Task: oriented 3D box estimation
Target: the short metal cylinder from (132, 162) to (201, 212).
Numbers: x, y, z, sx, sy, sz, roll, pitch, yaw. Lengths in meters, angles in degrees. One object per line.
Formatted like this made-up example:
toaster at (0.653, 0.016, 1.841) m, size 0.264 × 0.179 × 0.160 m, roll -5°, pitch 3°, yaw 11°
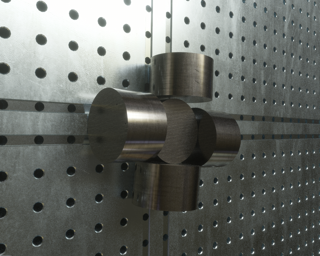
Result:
short metal cylinder at (0.008, 0.068, 0.378) m, size 0.081 × 0.080 × 0.050 m, roll 8°, pitch 85°, yaw -40°

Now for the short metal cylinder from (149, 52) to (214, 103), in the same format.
short metal cylinder at (0.027, -0.061, 0.395) m, size 0.081 × 0.080 × 0.050 m, roll 4°, pitch 88°, yaw -40°

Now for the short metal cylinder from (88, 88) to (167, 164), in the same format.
short metal cylinder at (-0.038, -0.002, 0.341) m, size 0.050 × 0.080 × 0.080 m, roll 2°, pitch 89°, yaw -41°

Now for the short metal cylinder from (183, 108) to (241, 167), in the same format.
short metal cylinder at (0.063, 0.014, 0.426) m, size 0.050 × 0.080 × 0.080 m, roll 5°, pitch 87°, yaw -40°

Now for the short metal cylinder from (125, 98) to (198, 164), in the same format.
short metal cylinder at (0.002, 0.004, 0.395) m, size 0.081 × 0.050 × 0.080 m, roll 0°, pitch 90°, yaw -41°
